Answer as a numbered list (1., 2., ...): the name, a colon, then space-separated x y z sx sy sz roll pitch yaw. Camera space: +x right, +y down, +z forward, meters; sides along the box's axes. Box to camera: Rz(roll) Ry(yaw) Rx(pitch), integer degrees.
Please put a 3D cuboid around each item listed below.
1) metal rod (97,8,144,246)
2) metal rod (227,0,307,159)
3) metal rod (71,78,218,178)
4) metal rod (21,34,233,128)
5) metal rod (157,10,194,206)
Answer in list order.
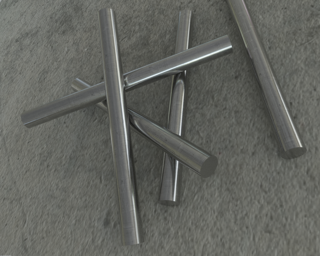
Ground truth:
1. metal rod: -0.051 -0.014 0.383 0.025 0.025 0.299 -15 73 20
2. metal rod: 0.123 -0.098 0.398 0.025 0.025 0.299 -18 55 17
3. metal rod: -0.043 -0.016 0.413 0.025 0.025 0.300 -51 45 -8
4. metal rod: -0.051 -0.060 0.422 0.301 0.025 0.025 -19 54 9
5. metal rod: 0.026 -0.046 0.417 0.025 0.025 0.299 -7 58 24
